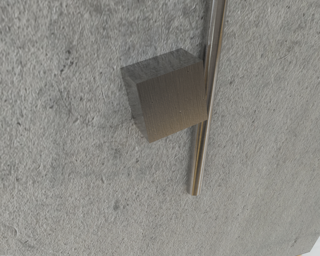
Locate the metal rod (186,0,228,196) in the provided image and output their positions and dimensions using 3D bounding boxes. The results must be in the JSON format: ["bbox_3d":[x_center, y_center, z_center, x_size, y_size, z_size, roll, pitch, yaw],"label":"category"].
[{"bbox_3d":[0.060,-0.027,0.425,0.025,0.025,0.298,-12,124,-22],"label":"metal rod"}]

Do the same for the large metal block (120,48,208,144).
[{"bbox_3d":[0.007,-0.040,0.371,0.081,0.050,0.080,-22,127,-16],"label":"large metal block"}]
